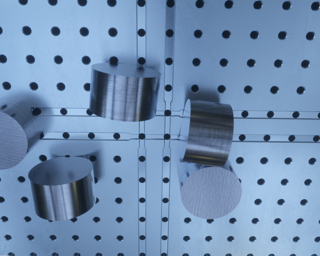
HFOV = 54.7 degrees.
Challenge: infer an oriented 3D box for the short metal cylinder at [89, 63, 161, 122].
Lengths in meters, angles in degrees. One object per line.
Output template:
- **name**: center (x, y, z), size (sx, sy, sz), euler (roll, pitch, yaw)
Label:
- **short metal cylinder**: center (-0.042, -0.045, 0.367), size (0.081, 0.080, 0.050), euler (7, 110, -3)

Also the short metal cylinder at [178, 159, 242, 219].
- **short metal cylinder**: center (0.067, 0.078, 0.430), size (0.081, 0.050, 0.079), euler (0, 110, -1)

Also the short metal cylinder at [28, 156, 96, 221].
- **short metal cylinder**: center (-0.128, 0.077, 0.411), size (0.081, 0.080, 0.050), euler (-1, 110, 0)

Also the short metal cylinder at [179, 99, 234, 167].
- **short metal cylinder**: center (0.055, 0.006, 0.387), size (0.050, 0.080, 0.079), euler (7, 110, -3)

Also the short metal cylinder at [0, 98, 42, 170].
- **short metal cylinder**: center (-0.202, 0.007, 0.400), size (0.081, 0.050, 0.079), euler (0, 110, -1)
